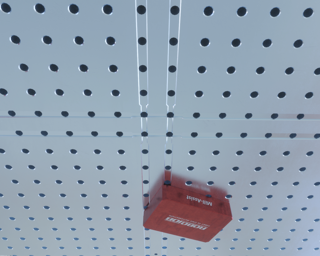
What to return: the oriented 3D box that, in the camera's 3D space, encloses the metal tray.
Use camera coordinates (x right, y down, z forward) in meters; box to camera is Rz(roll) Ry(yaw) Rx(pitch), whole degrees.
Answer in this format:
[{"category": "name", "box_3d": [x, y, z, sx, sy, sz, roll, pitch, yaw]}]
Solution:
[{"category": "metal tray", "box_3d": [0.047, 0.151, 0.537, 0.131, 0.030, 0.089, 19, 128, -16]}]
